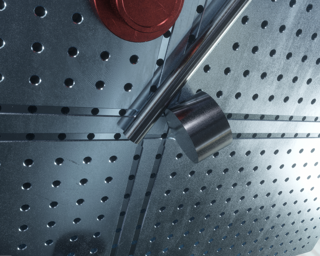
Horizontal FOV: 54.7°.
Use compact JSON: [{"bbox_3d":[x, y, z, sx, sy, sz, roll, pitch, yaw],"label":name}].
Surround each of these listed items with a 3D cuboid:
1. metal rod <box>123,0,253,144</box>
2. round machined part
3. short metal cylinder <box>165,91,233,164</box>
[{"bbox_3d":[0.055,-0.103,0.377,0.025,0.025,0.299,32,100,-38],"label":"metal rod"},{"bbox_3d":[-0.017,-0.133,0.308,0.099,0.042,0.097,-14,124,-21],"label":"round machined part"},{"bbox_3d":[0.049,-0.001,0.402,0.050,0.080,0.080,-29,128,-10],"label":"short metal cylinder"}]
